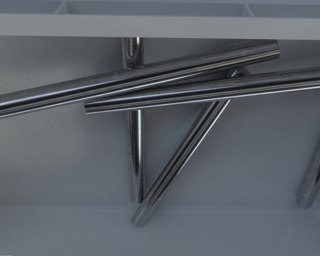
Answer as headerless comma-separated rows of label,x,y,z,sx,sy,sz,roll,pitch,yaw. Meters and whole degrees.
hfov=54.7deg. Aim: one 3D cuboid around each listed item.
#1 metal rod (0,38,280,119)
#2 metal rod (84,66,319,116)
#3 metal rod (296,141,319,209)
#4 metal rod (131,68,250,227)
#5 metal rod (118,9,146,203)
metal rod,-0.023,-0.053,0.330,0.302,0.025,0.025,-12,130,-2
metal rod,0.068,-0.042,0.338,0.302,0.025,0.025,-6,130,5
metal rod,0.235,0.011,0.420,0.025,0.025,0.298,-2,130,1
metal rod,0.029,0.043,0.430,0.025,0.025,0.298,20,123,-16
metal rod,-0.033,-0.001,0.407,0.025,0.025,0.298,1,130,-1
